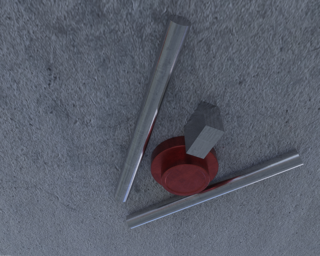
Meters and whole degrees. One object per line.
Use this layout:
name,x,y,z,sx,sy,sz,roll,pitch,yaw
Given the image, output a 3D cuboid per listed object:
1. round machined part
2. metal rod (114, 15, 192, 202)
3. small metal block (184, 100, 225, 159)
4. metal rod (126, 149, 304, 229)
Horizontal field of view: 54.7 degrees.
round machined part,0.036,0.061,0.449,0.099,0.042,0.097,0,130,0
metal rod,-0.021,0.000,0.406,0.025,0.025,0.298,12,129,-11
small metal block,0.054,0.002,0.393,0.025,0.050,0.050,19,128,-15
metal rod,0.074,0.103,0.495,0.300,0.025,0.025,-26,126,20
